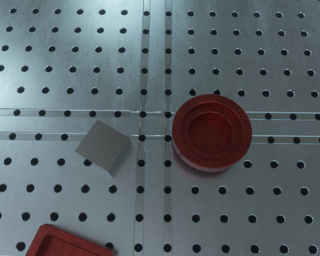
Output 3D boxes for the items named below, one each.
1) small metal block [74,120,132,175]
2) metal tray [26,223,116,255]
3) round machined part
[{"bbox_3d":[-0.073,0.025,0.402,0.050,0.025,0.050,29,72,10],"label":"small metal block"},{"bbox_3d":[-0.116,0.184,0.340,0.090,0.030,0.130,20,71,7],"label":"metal tray"},{"bbox_3d":[0.064,0.009,0.400,0.099,0.042,0.098,0,70,-1],"label":"round machined part"}]
